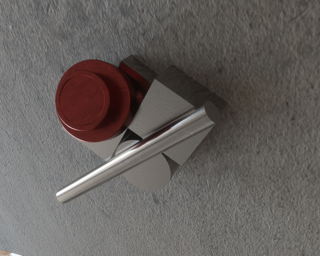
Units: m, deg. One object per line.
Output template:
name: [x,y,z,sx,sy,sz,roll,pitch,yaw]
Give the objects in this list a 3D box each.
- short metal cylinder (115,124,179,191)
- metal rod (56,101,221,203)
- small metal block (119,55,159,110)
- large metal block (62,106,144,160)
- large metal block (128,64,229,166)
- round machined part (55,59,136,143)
short metal cylinder: [-0.013,0.038,0.420,0.080,0.050,0.079,13,124,20]
metal rod: [-0.050,0.045,0.396,0.299,0.025,0.025,-31,101,38]
small metal block: [-0.031,-0.054,0.389,0.050,0.025,0.050,37,129,3]
large metal block: [-0.076,-0.014,0.421,0.080,0.050,0.079,36,129,3]
large metal block: [0.021,-0.015,0.371,0.080,0.050,0.079,36,129,4]
round machined part: [-0.081,-0.031,0.362,0.098,0.042,0.097,1,93,17]
